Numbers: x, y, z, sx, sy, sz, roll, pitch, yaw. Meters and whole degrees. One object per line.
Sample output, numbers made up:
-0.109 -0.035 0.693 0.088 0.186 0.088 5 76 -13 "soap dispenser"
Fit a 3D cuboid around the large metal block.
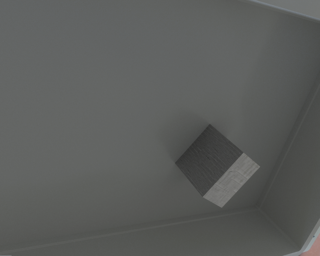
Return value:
0.082 0.054 0.453 0.080 0.080 0.050 -49 129 6 "large metal block"
